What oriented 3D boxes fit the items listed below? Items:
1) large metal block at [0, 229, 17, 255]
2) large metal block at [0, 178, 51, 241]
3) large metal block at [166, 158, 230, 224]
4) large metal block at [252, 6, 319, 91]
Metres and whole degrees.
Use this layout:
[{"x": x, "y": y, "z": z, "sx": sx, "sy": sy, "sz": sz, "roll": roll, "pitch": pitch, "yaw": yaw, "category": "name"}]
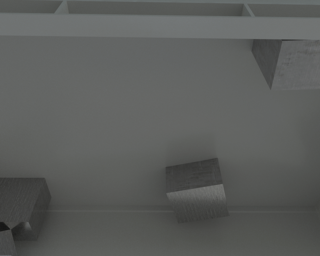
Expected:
[{"x": -0.237, "y": 0.191, "z": 0.407, "sx": 0.081, "sy": 0.080, "sz": 0.050, "roll": 1, "pitch": 138, "yaw": -44, "category": "large metal block"}, {"x": -0.223, "y": 0.123, "z": 0.476, "sx": 0.081, "sy": 0.080, "sz": 0.050, "roll": 1, "pitch": 130, "yaw": -1, "category": "large metal block"}, {"x": 0.058, "y": 0.098, "z": 0.476, "sx": 0.080, "sy": 0.050, "sz": 0.080, "roll": -11, "pitch": 129, "yaw": 9, "category": "large metal block"}, {"x": 0.144, "y": -0.081, "z": 0.305, "sx": 0.080, "sy": 0.080, "sz": 0.050, "roll": -2, "pitch": 130, "yaw": 1, "category": "large metal block"}]
